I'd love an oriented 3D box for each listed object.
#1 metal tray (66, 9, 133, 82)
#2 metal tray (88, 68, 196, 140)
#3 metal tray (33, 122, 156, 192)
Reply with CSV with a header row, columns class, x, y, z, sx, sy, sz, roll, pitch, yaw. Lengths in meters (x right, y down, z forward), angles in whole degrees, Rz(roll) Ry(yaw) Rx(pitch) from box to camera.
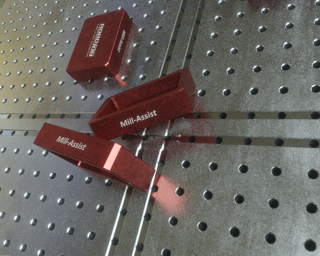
class,x,y,z,sx,sy,sz,roll,pitch,yaw
metal tray,-0.106,-0.147,0.553,0.090,0.030,0.130,-4,60,26
metal tray,-0.020,-0.032,0.408,0.130,0.030,0.090,-19,23,17
metal tray,-0.081,0.036,0.387,0.130,0.090,0.030,13,71,33
